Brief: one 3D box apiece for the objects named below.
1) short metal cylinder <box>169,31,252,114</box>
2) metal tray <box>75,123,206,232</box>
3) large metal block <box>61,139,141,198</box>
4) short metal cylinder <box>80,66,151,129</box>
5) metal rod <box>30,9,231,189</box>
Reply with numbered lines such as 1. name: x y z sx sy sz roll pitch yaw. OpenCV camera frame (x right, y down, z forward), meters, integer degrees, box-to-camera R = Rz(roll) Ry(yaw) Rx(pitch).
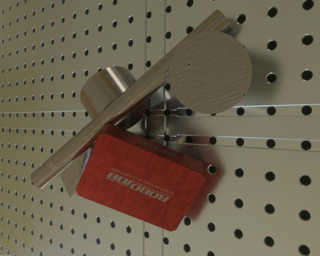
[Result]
1. short metal cylinder: 0.050 -0.058 0.325 0.080 0.050 0.079 0 102 2
2. metal tray: -0.023 0.061 0.371 0.131 0.030 0.089 24 110 -7
3. large metal block: -0.085 0.051 0.440 0.080 0.081 0.050 -47 62 29
4. short metal cylinder: -0.060 -0.037 0.420 0.080 0.081 0.050 -51 61 28
5. metal rod: -0.042 -0.028 0.372 0.300 0.025 0.025 -40 64 9
